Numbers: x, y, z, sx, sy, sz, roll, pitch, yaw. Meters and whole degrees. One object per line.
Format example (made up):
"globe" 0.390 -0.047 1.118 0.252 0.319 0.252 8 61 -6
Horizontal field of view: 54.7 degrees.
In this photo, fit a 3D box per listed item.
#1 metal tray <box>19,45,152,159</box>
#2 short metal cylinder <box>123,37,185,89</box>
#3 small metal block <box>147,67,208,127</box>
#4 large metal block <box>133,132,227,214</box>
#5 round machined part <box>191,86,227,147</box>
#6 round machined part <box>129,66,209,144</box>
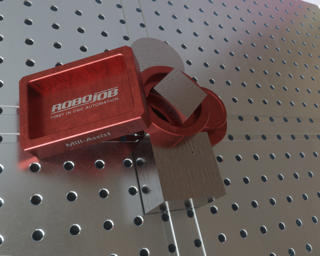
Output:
"metal tray" -0.082 -0.028 0.331 0.131 0.030 0.090 -16 65 5
"short metal cylinder" -0.013 -0.078 0.432 0.081 0.050 0.080 14 56 -21
"small metal block" 0.019 -0.036 0.361 0.050 0.025 0.050 41 51 0
"large metal block" 0.021 0.051 0.368 0.081 0.050 0.080 1 62 -28
"round machined part" 0.054 -0.020 0.436 0.099 0.042 0.098 14 56 -21
"round machined part" 0.008 -0.024 0.379 0.099 0.042 0.098 14 56 -21
